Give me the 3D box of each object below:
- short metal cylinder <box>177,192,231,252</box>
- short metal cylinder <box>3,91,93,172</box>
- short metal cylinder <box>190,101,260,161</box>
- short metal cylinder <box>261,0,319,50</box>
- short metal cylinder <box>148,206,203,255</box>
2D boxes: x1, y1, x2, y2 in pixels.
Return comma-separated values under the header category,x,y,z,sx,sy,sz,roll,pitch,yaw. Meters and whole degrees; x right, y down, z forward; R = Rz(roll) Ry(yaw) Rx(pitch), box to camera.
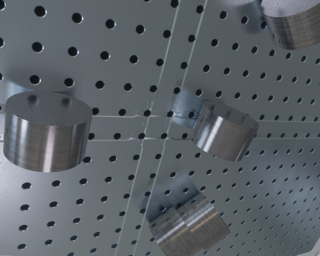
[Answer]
category,x,y,z,sx,sy,sz,roll,pitch,yaw
short metal cylinder,0.071,0.153,0.509,0.050,0.080,0.080,-35,129,-5
short metal cylinder,-0.113,0.001,0.314,0.081,0.080,0.050,2,118,-29
short metal cylinder,0.087,0.003,0.425,0.081,0.080,0.050,8,115,-32
short metal cylinder,0.172,-0.143,0.381,0.080,0.080,0.050,-40,129,-1
short metal cylinder,0.024,0.173,0.496,0.050,0.080,0.080,-35,129,-5
